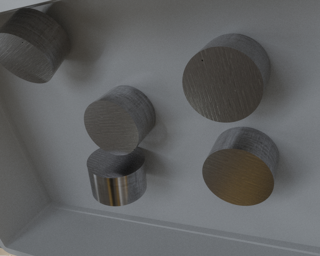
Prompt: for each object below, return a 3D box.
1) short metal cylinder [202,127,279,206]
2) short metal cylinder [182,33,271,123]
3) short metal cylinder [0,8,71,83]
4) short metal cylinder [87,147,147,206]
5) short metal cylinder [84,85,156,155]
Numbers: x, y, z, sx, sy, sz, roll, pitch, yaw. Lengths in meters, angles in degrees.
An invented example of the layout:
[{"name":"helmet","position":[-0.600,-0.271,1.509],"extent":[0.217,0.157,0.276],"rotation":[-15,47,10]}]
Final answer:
[{"name":"short metal cylinder","position":[0.097,0.045,0.369],"extent":[0.080,0.050,0.079],"rotation":[13,124,20]},{"name":"short metal cylinder","position":[0.070,-0.052,0.323],"extent":[0.080,0.050,0.079],"rotation":[13,124,20]},{"name":"short metal cylinder","position":[-0.163,-0.103,0.395],"extent":[0.080,0.050,0.080],"rotation":[13,146,9]},{"name":"short metal cylinder","position":[-0.060,0.065,0.443],"extent":[0.080,0.080,0.050],"rotation":[11,123,21]},{"name":"short metal cylinder","position":[-0.053,-0.011,0.412],"extent":[0.080,0.050,0.079],"rotation":[13,124,20]}]
